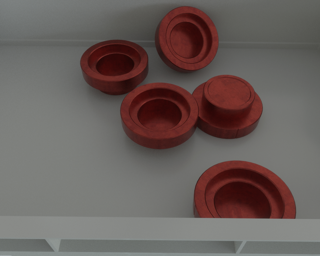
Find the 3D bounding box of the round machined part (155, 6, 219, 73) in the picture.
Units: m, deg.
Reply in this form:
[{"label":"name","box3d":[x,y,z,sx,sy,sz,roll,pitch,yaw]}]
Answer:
[{"label":"round machined part","box3d":[0.038,-0.135,0.486,0.099,0.042,0.097,0,90,-19]}]

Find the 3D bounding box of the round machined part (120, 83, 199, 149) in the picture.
[{"label":"round machined part","box3d":[-0.001,-0.011,0.404,0.099,0.042,0.098,0,50,0]}]

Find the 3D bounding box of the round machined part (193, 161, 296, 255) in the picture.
[{"label":"round machined part","box3d":[0.083,0.084,0.320,0.099,0.042,0.098,0,44,1]}]

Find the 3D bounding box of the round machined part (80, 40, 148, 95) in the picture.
[{"label":"round machined part","box3d":[-0.066,-0.087,0.467,0.099,0.042,0.098,0,50,0]}]

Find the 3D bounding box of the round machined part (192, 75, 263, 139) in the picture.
[{"label":"round machined part","box3d":[0.092,-0.036,0.425,0.099,0.042,0.098,0,50,0]}]
